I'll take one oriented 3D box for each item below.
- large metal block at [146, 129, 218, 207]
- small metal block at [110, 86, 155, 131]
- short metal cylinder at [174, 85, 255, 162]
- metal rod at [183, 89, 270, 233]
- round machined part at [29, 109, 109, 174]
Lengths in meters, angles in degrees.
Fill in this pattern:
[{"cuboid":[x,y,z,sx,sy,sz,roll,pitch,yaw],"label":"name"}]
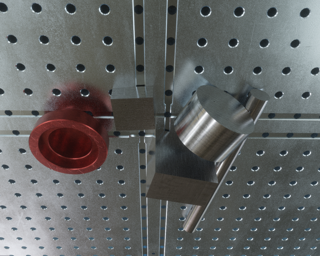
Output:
[{"cuboid":[0.027,0.053,0.421,0.081,0.080,0.050,11,129,-10],"label":"large metal block"},{"cuboid":[-0.032,-0.024,0.391,0.050,0.025,0.050,-2,130,1],"label":"small metal block"},{"cuboid":[0.064,-0.006,0.372,0.080,0.080,0.050,22,127,-18],"label":"short metal cylinder"},{"cuboid":[0.088,0.070,0.472,0.025,0.025,0.298,10,130,-9],"label":"metal rod"},{"cuboid":[-0.117,0.014,0.411,0.099,0.042,0.097,-1,130,0],"label":"round machined part"}]
